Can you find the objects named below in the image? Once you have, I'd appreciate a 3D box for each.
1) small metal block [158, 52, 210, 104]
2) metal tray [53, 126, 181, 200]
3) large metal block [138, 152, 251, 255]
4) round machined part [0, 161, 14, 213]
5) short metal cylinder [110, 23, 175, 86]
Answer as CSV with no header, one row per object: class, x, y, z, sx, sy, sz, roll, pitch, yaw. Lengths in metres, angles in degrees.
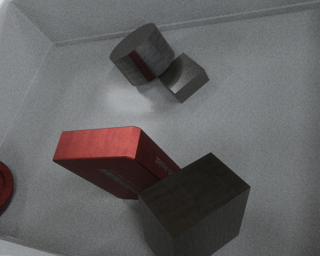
small metal block,0.031,-0.070,0.431,0.050,0.025,0.050,-40,51,0
metal tray,-0.034,0.044,0.328,0.090,0.130,0.030,-4,60,26
large metal block,0.031,0.082,0.286,0.081,0.079,0.050,-26,47,-24
round machined part,-0.269,0.093,0.454,0.099,0.042,0.098,12,51,-15
short metal cylinder,-0.026,-0.107,0.451,0.080,0.050,0.080,-28,33,20
